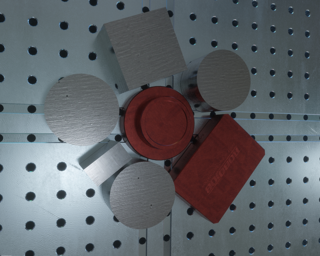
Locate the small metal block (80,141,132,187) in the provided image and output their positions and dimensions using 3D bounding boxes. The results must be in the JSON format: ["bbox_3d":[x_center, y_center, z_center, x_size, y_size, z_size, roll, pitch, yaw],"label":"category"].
[{"bbox_3d":[-0.067,0.041,0.374,0.050,0.050,0.025,-39,103,-16],"label":"small metal block"}]

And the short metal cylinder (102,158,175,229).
[{"bbox_3d":[-0.028,0.079,0.389,0.081,0.050,0.080,0,90,-20],"label":"short metal cylinder"}]

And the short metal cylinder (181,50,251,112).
[{"bbox_3d":[0.076,-0.062,0.426,0.081,0.050,0.080,0,90,-20],"label":"short metal cylinder"}]

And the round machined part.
[{"bbox_3d":[0.001,-0.006,0.403,0.099,0.042,0.097,0,90,-20],"label":"round machined part"}]

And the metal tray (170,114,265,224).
[{"bbox_3d":[0.079,0.055,0.438,0.090,0.030,0.130,42,76,-15],"label":"metal tray"}]

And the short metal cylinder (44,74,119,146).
[{"bbox_3d":[-0.093,-0.020,0.364,0.081,0.050,0.080,0,90,-20],"label":"short metal cylinder"}]

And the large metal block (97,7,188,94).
[{"bbox_3d":[-0.023,-0.096,0.391,0.081,0.050,0.080,-23,98,-19],"label":"large metal block"}]
